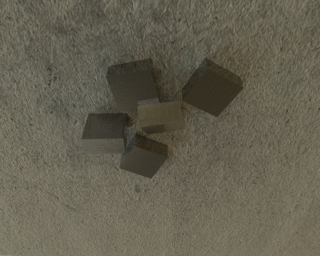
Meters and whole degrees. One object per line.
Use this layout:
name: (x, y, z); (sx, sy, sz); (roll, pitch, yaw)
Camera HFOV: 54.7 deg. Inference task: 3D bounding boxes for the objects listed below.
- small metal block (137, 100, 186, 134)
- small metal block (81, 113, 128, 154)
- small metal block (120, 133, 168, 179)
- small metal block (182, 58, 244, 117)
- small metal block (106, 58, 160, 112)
small metal block: (0.003, -0.012, 0.380); (0.050, 0.025, 0.050); (-8, 168, 7)
small metal block: (-0.068, 0.006, 0.395); (0.050, 0.050, 0.025); (-1, 130, 1)
small metal block: (-0.023, 0.041, 0.442); (0.050, 0.025, 0.050); (22, 127, -18)
small metal block: (0.061, -0.047, 0.368); (0.050, 0.025, 0.050); (24, 126, -19)
small metal block: (-0.030, -0.050, 0.364); (0.050, 0.025, 0.050); (-10, 130, 8)
